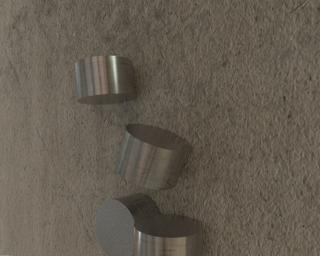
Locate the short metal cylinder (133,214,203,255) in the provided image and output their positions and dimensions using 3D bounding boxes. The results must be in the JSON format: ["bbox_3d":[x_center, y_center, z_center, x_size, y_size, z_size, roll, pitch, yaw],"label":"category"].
[{"bbox_3d":[0.009,0.138,0.362,0.080,0.081,0.050,3,92,40],"label":"short metal cylinder"}]

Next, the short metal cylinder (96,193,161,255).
[{"bbox_3d":[-0.043,0.133,0.424,0.080,0.050,0.080,0,90,40],"label":"short metal cylinder"}]

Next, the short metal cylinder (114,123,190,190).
[{"bbox_3d":[-0.010,0.033,0.377,0.080,0.081,0.050,29,108,36],"label":"short metal cylinder"}]

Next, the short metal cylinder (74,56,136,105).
[{"bbox_3d":[-0.076,-0.064,0.432,0.080,0.081,0.050,-9,84,39],"label":"short metal cylinder"}]
